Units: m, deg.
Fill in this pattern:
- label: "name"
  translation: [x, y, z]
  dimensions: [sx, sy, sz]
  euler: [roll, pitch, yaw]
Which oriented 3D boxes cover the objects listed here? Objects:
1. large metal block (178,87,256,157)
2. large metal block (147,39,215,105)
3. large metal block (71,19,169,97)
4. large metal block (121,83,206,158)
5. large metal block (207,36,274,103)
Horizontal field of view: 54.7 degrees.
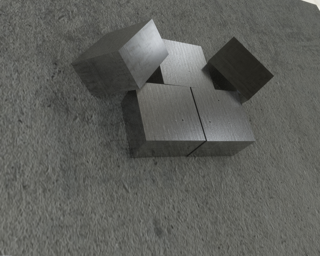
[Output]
- label: "large metal block"
  translation: [0.075, -0.007, 0.433]
  dimensions: [0.081, 0.050, 0.080]
  euler: [1, 61, -28]
- label: "large metal block"
  translation: [0.023, -0.079, 0.452]
  dimensions: [0.081, 0.050, 0.080]
  euler: [3, 61, -27]
- label: "large metal block"
  translation: [-0.048, -0.087, 0.389]
  dimensions: [0.080, 0.080, 0.050]
  euler: [-56, 130, -39]
- label: "large metal block"
  translation: [0.002, -0.009, 0.396]
  dimensions: [0.081, 0.050, 0.080]
  euler: [1, 61, -28]
- label: "large metal block"
  translation: [0.118, -0.084, 0.479]
  dimensions: [0.050, 0.080, 0.080]
  euler: [-44, 86, 1]
